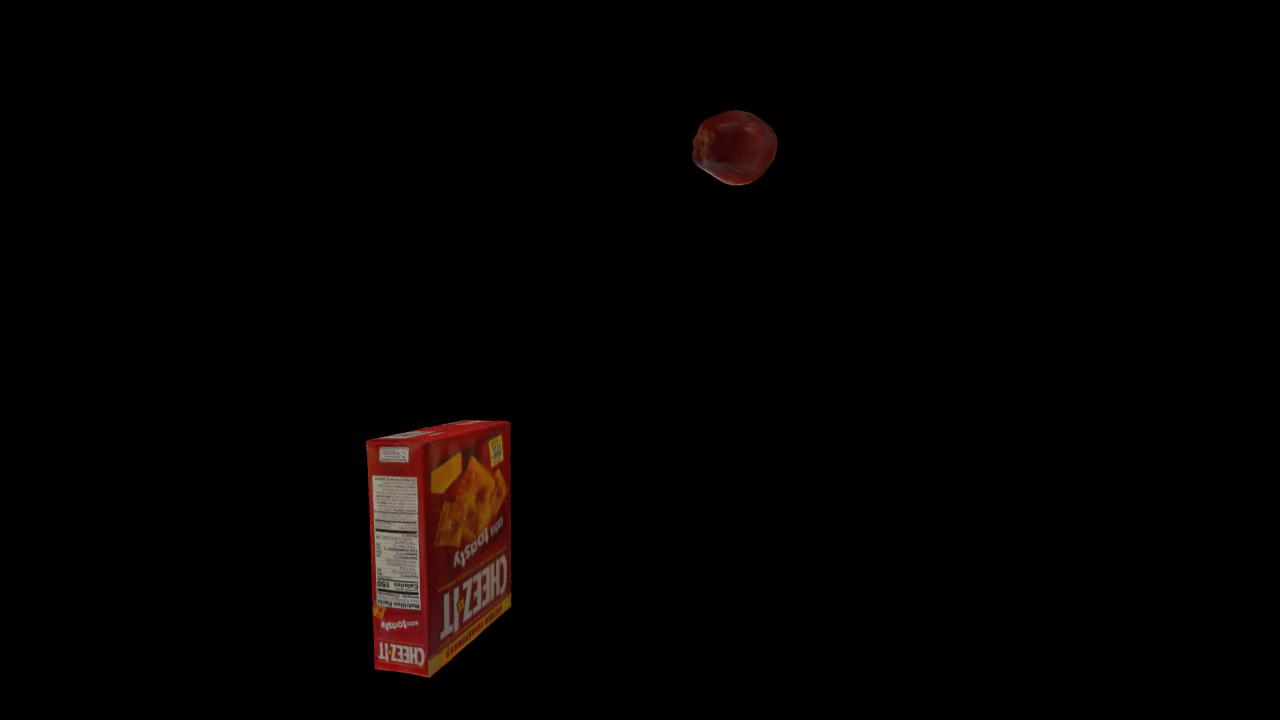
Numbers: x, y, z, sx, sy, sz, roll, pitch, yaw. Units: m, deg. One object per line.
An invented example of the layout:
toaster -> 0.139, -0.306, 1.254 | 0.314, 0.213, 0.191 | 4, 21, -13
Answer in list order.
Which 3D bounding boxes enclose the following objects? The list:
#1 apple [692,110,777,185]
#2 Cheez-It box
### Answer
apple -> 0.105, -0.232, 0.674 | 0.093, 0.079, 0.079 | 2, -1, -27
Cheez-It box -> -0.201, 0.181, 0.644 | 0.071, 0.223, 0.166 | 0, 1, 17
